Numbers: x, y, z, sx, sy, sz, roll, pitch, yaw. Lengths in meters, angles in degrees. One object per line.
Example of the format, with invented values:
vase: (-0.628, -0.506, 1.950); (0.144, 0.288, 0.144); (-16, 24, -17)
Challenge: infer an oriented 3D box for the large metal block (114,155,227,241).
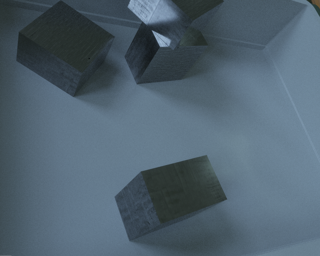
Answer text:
large metal block: (0.008, 0.075, 0.329); (0.081, 0.080, 0.050); (-10, 67, -32)

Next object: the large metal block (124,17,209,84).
large metal block: (0.007, -0.109, 0.440); (0.081, 0.080, 0.050); (-11, 68, -33)

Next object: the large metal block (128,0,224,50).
large metal block: (0.021, -0.158, 0.394); (0.080, 0.050, 0.080); (44, 51, 3)

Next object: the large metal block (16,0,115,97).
large metal block: (-0.116, -0.100, 0.388); (0.080, 0.050, 0.080); (33, 51, -7)
